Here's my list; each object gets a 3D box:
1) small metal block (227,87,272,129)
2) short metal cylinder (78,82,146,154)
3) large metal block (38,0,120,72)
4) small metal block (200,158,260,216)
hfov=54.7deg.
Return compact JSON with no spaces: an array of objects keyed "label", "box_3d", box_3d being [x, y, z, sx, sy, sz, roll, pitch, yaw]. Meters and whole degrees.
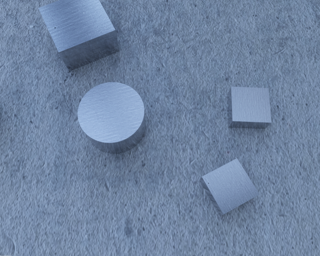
[{"label":"small metal block","box_3d":[0.120,-0.027,0.420,0.050,0.025,0.050,2,70,0]},{"label":"short metal cylinder","box_3d":[-0.059,-0.012,0.398,0.081,0.050,0.080,0,70,0]},{"label":"large metal block","box_3d":[-0.114,-0.140,0.445,0.080,0.050,0.080,-25,72,-9]},{"label":"small metal block","box_3d":[0.084,0.073,0.383,0.050,0.025,0.050,-26,72,-10]}]
